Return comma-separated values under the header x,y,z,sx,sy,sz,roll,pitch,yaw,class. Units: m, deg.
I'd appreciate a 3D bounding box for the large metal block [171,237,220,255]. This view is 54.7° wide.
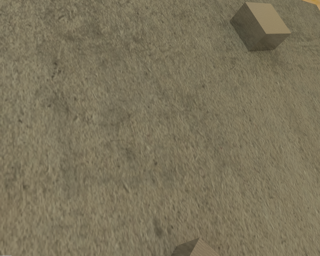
x,y,z,sx,sy,sz,roll,pitch,yaw,class
0.039,0.171,0.305,0.080,0.050,0.080,42,51,0,large metal block

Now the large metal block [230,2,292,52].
x,y,z,sx,sy,sz,roll,pitch,yaw,class
0.202,-0.203,0.624,0.081,0.050,0.080,-13,68,-34,large metal block
